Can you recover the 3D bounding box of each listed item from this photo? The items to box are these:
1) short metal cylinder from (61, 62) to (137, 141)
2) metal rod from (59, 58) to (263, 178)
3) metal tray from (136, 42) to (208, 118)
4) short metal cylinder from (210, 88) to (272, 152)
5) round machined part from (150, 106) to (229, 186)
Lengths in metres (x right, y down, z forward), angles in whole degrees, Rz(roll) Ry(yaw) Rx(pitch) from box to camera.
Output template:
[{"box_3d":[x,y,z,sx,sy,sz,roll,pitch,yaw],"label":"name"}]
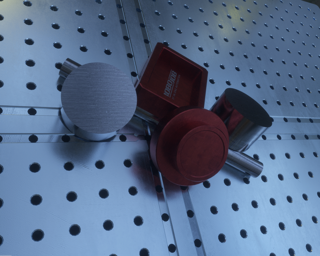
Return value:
[{"box_3d":[-0.072,-0.028,0.355,0.081,0.050,0.080,4,77,-18],"label":"short metal cylinder"},{"box_3d":[0.009,-0.008,0.418,0.301,0.025,0.025,28,52,-11],"label":"metal rod"},{"box_3d":[0.018,-0.061,0.433,0.090,0.030,0.130,28,39,-10],"label":"metal tray"},{"box_3d":[0.111,-0.012,0.444,0.080,0.050,0.080,24,33,-17],"label":"short metal cylinder"},{"box_3d":[0.041,0.025,0.369,0.099,0.042,0.097,-6,106,-21],"label":"round machined part"}]
